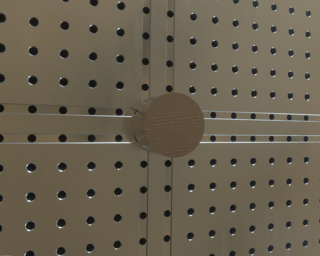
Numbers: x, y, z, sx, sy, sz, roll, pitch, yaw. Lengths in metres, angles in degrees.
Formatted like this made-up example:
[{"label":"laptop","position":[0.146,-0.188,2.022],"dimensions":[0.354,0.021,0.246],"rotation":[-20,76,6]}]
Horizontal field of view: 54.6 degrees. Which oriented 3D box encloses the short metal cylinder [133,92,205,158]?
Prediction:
[{"label":"short metal cylinder","position":[0.010,-0.004,0.403],"dimensions":[0.081,0.050,0.080],"rotation":[0,90,-20]}]
